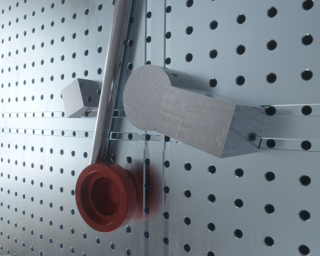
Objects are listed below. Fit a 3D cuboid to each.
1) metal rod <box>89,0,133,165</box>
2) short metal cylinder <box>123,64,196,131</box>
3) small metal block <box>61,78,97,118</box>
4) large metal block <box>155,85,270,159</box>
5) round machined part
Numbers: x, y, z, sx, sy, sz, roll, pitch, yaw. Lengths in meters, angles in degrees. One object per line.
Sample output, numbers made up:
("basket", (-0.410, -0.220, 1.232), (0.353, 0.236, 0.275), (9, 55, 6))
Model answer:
("metal rod", (-0.078, -0.050, 0.471), (0.025, 0.025, 0.298), (18, 101, 38))
("short metal cylinder", (0.000, -0.037, 0.392), (0.080, 0.050, 0.079), (0, 90, 39))
("small metal block", (-0.137, -0.049, 0.519), (0.050, 0.025, 0.050), (-26, 74, 36))
("large metal block", (0.056, -0.009, 0.326), (0.080, 0.081, 0.050), (22, 104, 37))
("round machined part", (-0.073, 0.097, 0.450), (0.098, 0.042, 0.097), (1, 92, 31))
